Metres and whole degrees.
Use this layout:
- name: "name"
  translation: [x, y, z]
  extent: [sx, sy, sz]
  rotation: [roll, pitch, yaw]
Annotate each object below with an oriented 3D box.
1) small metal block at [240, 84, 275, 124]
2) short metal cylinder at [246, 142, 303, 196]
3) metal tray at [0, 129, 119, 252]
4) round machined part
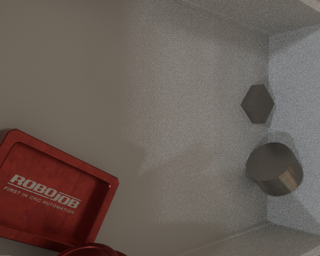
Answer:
- name: "small metal block"
  translation: [0.177, -0.043, 0.558]
  extent: [0.050, 0.025, 0.050]
  rotation: [50, 61, -29]
- name: "short metal cylinder"
  translation: [0.200, 0.072, 0.542]
  extent: [0.050, 0.080, 0.080]
  rotation: [47, 62, -30]
- name: "metal tray"
  translation: [-0.113, 0.068, 0.309]
  extent: [0.130, 0.030, 0.090]
  rotation: [35, 69, -35]
- name: "round machined part"
  translation: [-0.066, 0.140, 0.269]
  extent: [0.099, 0.098, 0.042]
  rotation: [-24, 117, -38]
